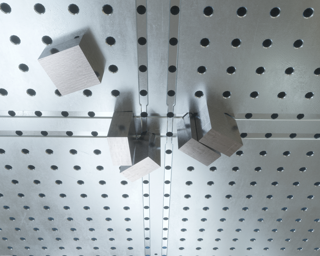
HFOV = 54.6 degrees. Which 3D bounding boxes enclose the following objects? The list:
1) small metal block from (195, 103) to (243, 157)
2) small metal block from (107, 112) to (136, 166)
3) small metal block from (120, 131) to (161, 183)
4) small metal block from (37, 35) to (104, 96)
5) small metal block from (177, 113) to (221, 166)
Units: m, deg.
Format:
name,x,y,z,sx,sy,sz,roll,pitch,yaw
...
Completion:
name,x,y,z,sx,sy,sz,roll,pitch,yaw
small metal block,0.075,0.003,0.398,0.050,0.050,0.025,27,125,-21
small metal block,-0.049,0.014,0.406,0.025,0.050,0.050,0,130,4
small metal block,-0.026,0.040,0.428,0.050,0.050,0.025,-32,124,24
small metal block,-0.099,-0.070,0.351,0.050,0.025,0.050,-16,129,13
small metal block,0.050,0.015,0.408,0.050,0.050,0.025,31,123,-24
